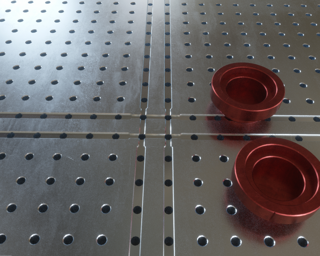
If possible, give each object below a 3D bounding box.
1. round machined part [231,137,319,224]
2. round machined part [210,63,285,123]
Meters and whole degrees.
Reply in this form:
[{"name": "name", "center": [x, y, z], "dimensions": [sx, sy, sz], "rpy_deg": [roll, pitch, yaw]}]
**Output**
[{"name": "round machined part", "center": [0.129, 0.061, 0.347], "dimensions": [0.099, 0.042, 0.098], "rpy_deg": [0, 50, 0]}, {"name": "round machined part", "center": [0.120, -0.045, 0.436], "dimensions": [0.099, 0.042, 0.098], "rpy_deg": [0, 50, 0]}]
